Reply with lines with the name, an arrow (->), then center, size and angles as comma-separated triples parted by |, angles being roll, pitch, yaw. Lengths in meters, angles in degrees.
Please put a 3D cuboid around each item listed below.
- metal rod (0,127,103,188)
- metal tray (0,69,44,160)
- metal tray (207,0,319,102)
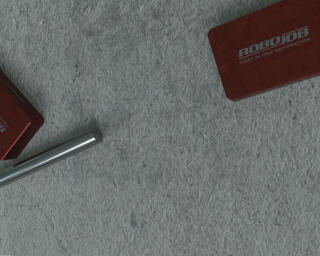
metal rod -> -0.219, 0.067, 0.484 | 0.300, 0.025, 0.025 | -24, 82, 18
metal tray -> -0.257, -0.024, 0.495 | 0.130, 0.030, 0.090 | 45, 103, 14
metal tray -> 0.131, -0.092, 0.360 | 0.130, 0.030, 0.090 | -17, 84, 18
